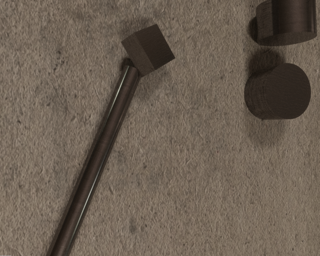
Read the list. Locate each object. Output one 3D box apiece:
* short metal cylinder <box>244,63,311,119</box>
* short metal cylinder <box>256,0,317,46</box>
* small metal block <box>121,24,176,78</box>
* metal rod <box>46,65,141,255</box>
[{"bbox_3d":[0.175,-0.052,0.462,0.081,0.050,0.079,0,90,-20],"label":"short metal cylinder"},{"bbox_3d":[0.182,-0.153,0.449,0.081,0.080,0.050,-3,91,-20],"label":"short metal cylinder"},{"bbox_3d":[-0.014,-0.099,0.393,0.050,0.025,0.050,-42,106,-47],"label":"small metal block"},{"bbox_3d":[-0.087,0.064,0.377,0.025,0.025,0.299,24,82,-19],"label":"metal rod"}]
